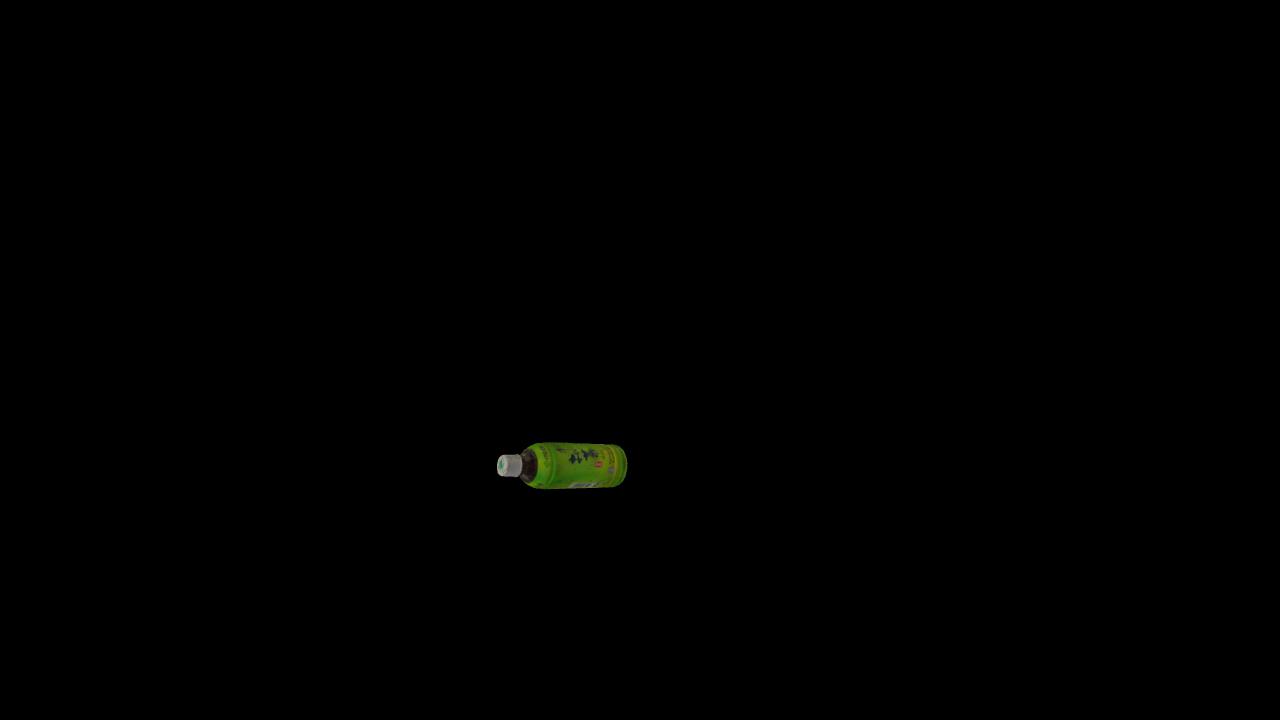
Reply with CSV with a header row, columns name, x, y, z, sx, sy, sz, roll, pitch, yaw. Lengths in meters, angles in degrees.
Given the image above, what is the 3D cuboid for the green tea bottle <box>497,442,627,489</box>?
name,x,y,z,sx,sy,sz,roll,pitch,yaw
green tea bottle,-0.117,0.162,0.938,0.212,0.073,0.073,7,-5,-43
